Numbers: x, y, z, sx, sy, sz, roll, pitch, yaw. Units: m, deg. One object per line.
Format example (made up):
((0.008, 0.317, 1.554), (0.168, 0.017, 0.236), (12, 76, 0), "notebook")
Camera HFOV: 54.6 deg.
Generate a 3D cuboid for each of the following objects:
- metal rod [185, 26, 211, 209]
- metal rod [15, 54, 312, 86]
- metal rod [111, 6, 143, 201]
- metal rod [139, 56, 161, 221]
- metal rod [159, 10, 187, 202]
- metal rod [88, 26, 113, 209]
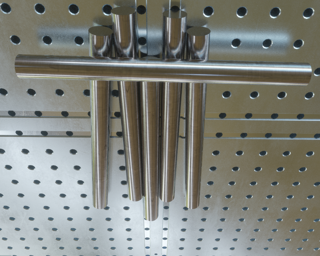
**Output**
((0.047, 0.012, 0.422), (0.025, 0.025, 0.298), (-2, 130, 1), "metal rod")
((0.005, -0.061, 0.327), (0.302, 0.025, 0.025), (1, 130, -2), "metal rod")
((-0.038, -0.004, 0.408), (0.025, 0.025, 0.298), (0, 130, 0), "metal rod")
((-0.013, 0.039, 0.444), (0.025, 0.025, 0.298), (0, 131, -1), "metal rod")
((0.013, -0.002, 0.411), (0.025, 0.025, 0.298), (0, 130, -1), "metal rod")
((-0.081, 0.011, 0.419), (0.025, 0.025, 0.298), (5, 130, -5), "metal rod")
